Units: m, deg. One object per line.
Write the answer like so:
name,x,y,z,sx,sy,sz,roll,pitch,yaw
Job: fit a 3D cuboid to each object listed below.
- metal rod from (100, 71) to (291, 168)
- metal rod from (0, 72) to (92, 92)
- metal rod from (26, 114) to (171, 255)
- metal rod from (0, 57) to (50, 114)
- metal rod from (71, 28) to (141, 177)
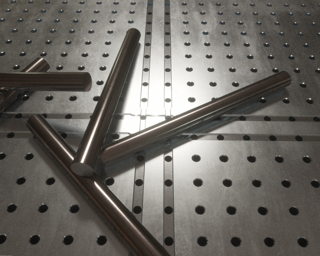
metal rod,0.059,-0.019,0.424,0.302,0.025,0.025,-23,54,-19
metal rod,-0.239,-0.065,0.428,0.301,0.025,0.025,3,50,13
metal rod,-0.064,0.077,0.341,0.025,0.025,0.300,-35,59,-26
metal rod,-0.250,0.002,0.402,0.025,0.025,0.301,21,53,16
metal rod,-0.065,-0.060,0.440,0.025,0.025,0.300,6,45,4
